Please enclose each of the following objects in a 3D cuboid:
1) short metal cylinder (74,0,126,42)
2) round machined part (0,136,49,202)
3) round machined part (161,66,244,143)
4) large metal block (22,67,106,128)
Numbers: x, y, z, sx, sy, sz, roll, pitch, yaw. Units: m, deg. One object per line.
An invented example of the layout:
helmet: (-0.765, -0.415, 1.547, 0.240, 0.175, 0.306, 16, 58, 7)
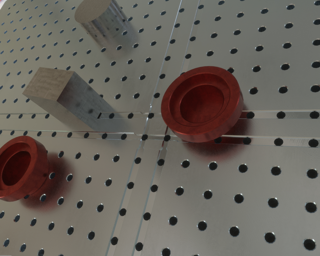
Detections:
short metal cylinder: (-0.111, -0.208, 0.578, 0.080, 0.050, 0.080, -13, 56, 21)
round machined part: (-0.209, 0.064, 0.468, 0.098, 0.042, 0.098, -13, 56, 21)
round machined part: (0.054, -0.025, 0.384, 0.098, 0.042, 0.098, -13, 56, 21)
large metal block: (-0.146, -0.047, 0.478, 0.080, 0.080, 0.050, 12, 68, 33)
